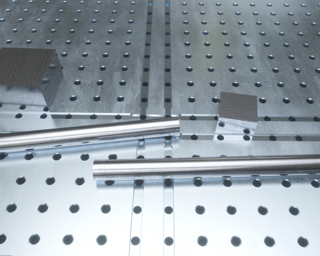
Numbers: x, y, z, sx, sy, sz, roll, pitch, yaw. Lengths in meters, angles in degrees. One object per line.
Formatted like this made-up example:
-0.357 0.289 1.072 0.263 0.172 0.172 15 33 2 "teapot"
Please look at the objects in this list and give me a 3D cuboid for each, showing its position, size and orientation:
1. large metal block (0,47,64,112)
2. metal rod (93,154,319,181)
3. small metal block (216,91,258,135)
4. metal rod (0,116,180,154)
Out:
-0.195 -0.071 0.448 0.081 0.050 0.080 2 50 1 "large metal block"
0.074 0.046 0.369 0.302 0.025 0.025 -1 50 -2 "metal rod"
0.106 -0.021 0.427 0.050 0.025 0.050 8 50 6 "small metal block"
-0.126 0.012 0.395 0.302 0.025 0.025 -6 50 -6 "metal rod"
